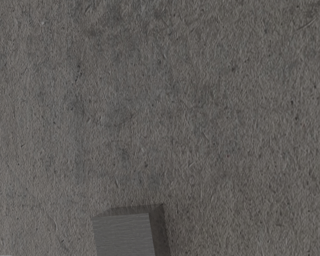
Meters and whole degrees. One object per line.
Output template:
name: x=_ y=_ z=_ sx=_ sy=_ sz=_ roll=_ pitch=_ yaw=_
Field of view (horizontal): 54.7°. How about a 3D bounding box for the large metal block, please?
large metal block: x=-0.036 y=0.148 z=0.408 sx=0.080 sy=0.050 sz=0.080 roll=-10 pitch=87 yaw=19
